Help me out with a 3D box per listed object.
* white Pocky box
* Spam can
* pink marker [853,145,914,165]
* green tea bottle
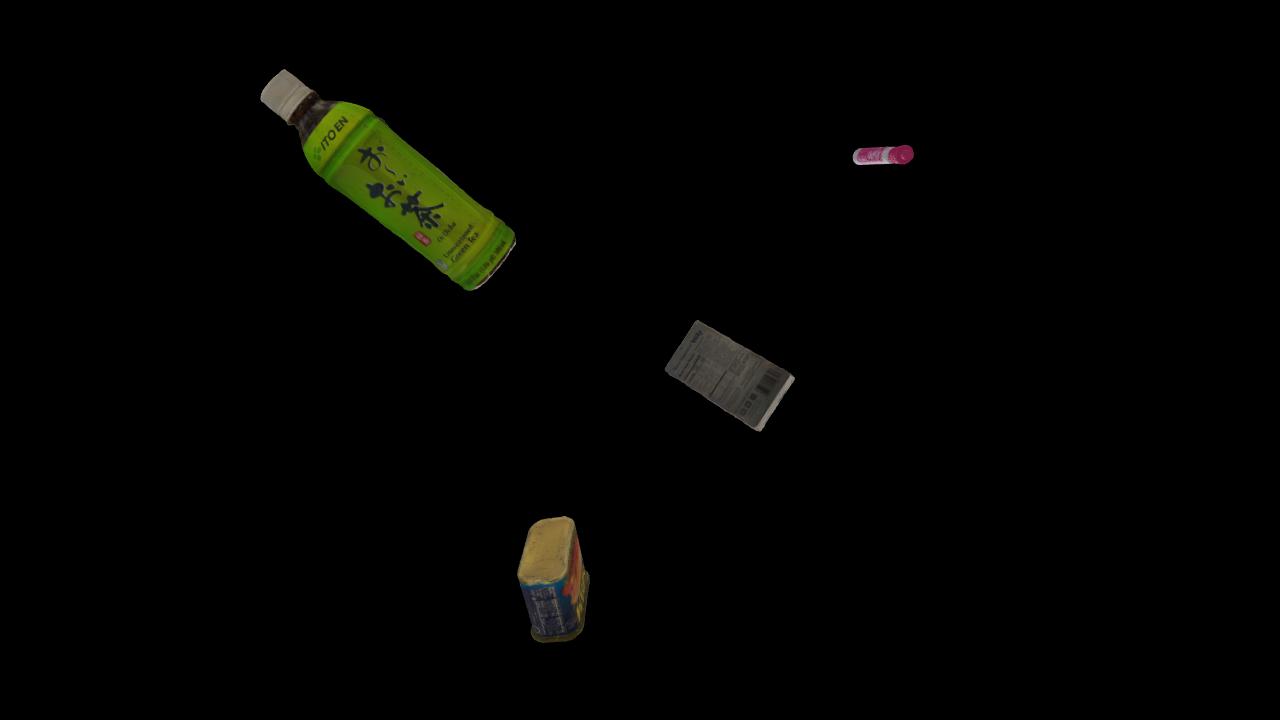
[{"bbox_3d":[0.112,0.018,0.793,0.154,0.084,0.028,33,0,32],"label":"white Pocky box"},{"bbox_3d":[-0.092,0.233,0.664,0.058,0.085,0.101,-7,25,4],"label":"Spam can"},{"bbox_3d":[0.262,-0.222,0.668,0.020,0.020,0.121,0,17,-3],"label":"pink marker"},{"bbox_3d":[-0.204,-0.148,0.510,0.212,0.073,0.073,41,-20,-25],"label":"green tea bottle"}]
